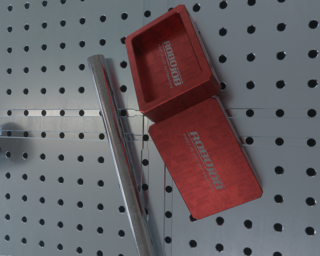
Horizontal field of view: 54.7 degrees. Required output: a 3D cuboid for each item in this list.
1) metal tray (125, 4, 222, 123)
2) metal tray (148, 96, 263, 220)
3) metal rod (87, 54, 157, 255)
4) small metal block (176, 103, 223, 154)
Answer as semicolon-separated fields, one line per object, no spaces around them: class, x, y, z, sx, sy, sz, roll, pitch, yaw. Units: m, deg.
metal tray;0.011;-0.080;0.377;0.090;0.030;0.130;-26;55;18
metal tray;0.055;0.036;0.376;0.090;0.030;0.130;-26;94;18
metal rod;-0.053;0.043;0.431;0.025;0.025;0.298;-17;84;19
small metal block;0.053;0.000;0.394;0.050;0.025;0.050;-24;82;18
